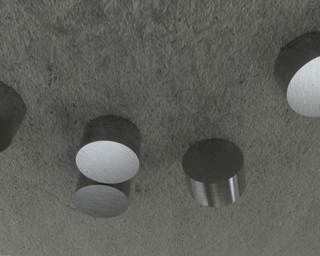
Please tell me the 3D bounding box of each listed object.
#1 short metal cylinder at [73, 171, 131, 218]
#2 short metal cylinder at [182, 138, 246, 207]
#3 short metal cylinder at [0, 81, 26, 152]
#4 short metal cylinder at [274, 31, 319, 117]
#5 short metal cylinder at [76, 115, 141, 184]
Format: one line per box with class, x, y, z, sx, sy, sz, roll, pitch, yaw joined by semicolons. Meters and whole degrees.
short metal cylinder;-0.086;0.092;0.468;0.081;0.050;0.079;0;130;0
short metal cylinder;0.074;0.060;0.422;0.080;0.080;0.050;-10;130;8
short metal cylinder;-0.213;-0.014;0.377;0.081;0.050;0.079;0;130;0
short metal cylinder;0.174;-0.059;0.342;0.081;0.050;0.079;0;130;0
short metal cylinder;-0.067;0.029;0.415;0.081;0.050;0.079;0;130;0
